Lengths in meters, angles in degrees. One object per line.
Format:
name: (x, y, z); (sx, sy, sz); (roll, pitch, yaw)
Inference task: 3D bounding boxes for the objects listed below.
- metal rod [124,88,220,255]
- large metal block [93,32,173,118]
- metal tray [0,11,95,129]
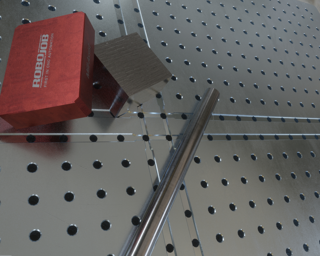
metal rod: (0.024, 0.049, 0.392); (0.025, 0.025, 0.301); (35, 51, -6)
large metal block: (-0.045, -0.073, 0.414); (0.081, 0.050, 0.080); (-32, 80, -38)
metal tray: (-0.124, -0.068, 0.349); (0.090, 0.030, 0.130); (-9, 60, 8)
